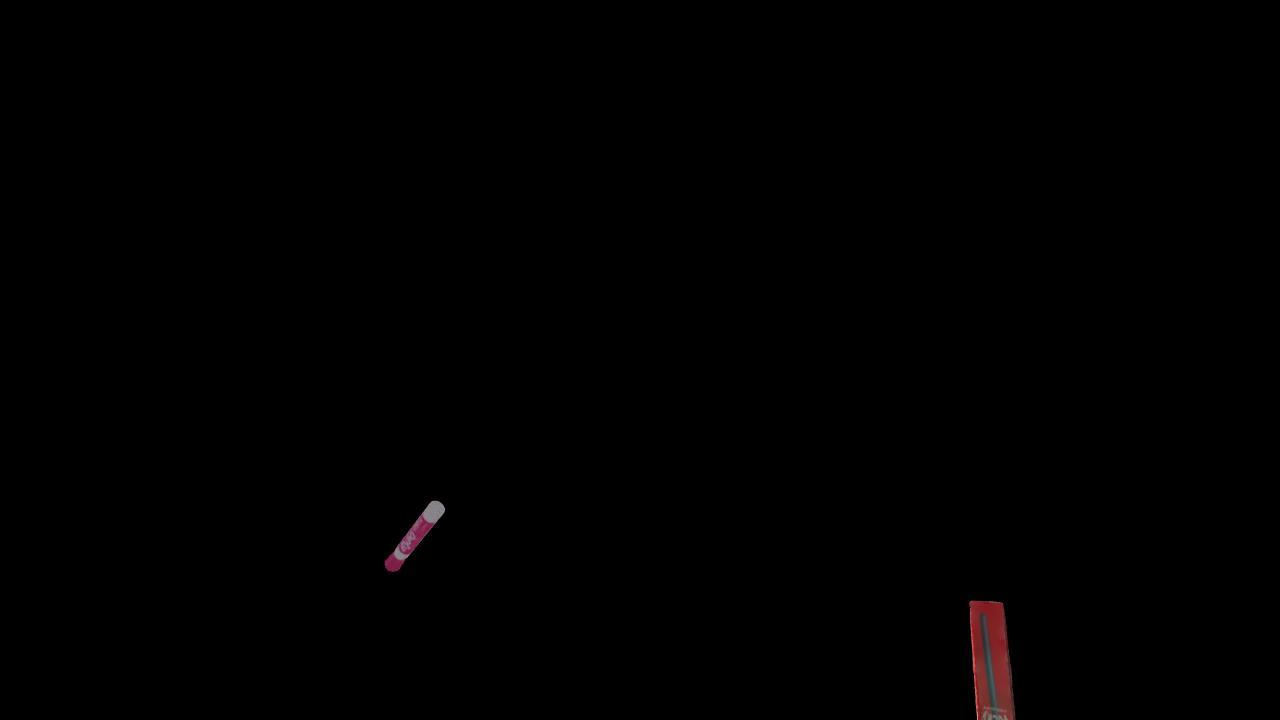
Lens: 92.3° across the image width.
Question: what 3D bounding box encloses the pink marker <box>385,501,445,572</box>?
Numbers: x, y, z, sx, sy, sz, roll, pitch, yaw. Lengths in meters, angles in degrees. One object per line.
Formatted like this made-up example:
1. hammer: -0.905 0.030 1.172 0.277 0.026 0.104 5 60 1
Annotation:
1. pink marker: -0.253 0.199 0.685 0.121 0.020 0.020 -49 -26 26

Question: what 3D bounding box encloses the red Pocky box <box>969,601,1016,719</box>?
1. red Pocky box: 0.295 0.284 0.511 0.028 0.155 0.083 -5 -25 27
